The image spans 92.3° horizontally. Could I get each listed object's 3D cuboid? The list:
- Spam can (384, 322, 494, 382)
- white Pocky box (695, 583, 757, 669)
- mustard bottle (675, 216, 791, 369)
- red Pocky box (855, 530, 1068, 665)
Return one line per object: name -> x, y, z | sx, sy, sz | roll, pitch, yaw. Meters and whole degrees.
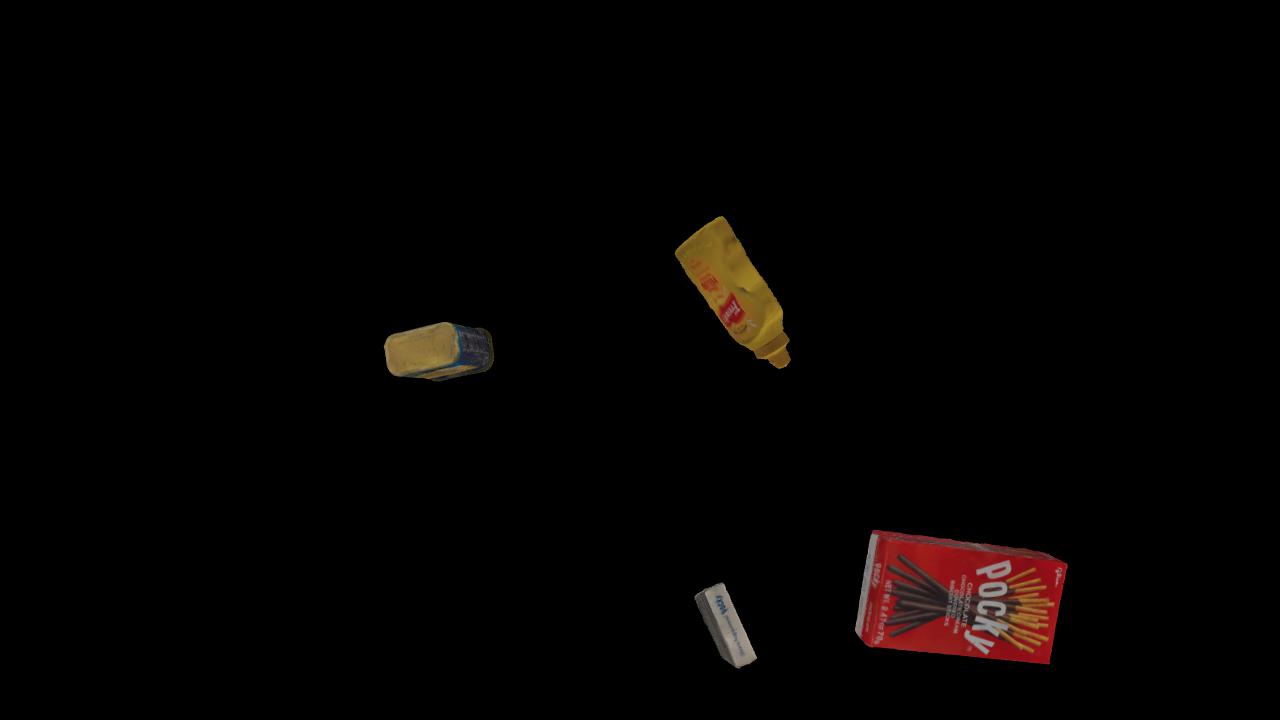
Spam can -> -0.245, -0.009, 0.753 | 0.101, 0.058, 0.085 | -12, -6, 14
white Pocky box -> 0.095, 0.307, 0.715 | 0.028, 0.084, 0.154 | -22, -22, -8
mustard bottle -> 0.117, -0.069, 0.707 | 0.054, 0.184, 0.092 | -35, 2, -29
red Pocky box -> 0.247, 0.182, 0.472 | 0.155, 0.083, 0.028 | 9, -1, -9
